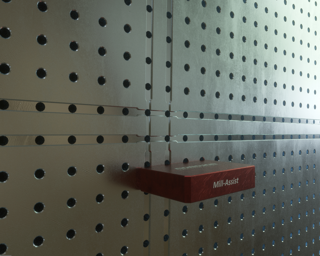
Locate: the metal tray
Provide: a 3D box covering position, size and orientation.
[{"bbox_3d":[0.051,0.066,0.408,0.131,0.090,0.030,-1,91,-40],"label":"metal tray"}]
